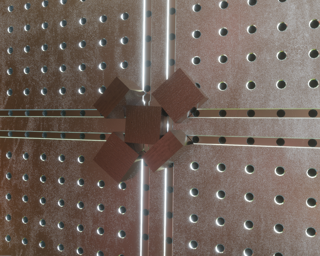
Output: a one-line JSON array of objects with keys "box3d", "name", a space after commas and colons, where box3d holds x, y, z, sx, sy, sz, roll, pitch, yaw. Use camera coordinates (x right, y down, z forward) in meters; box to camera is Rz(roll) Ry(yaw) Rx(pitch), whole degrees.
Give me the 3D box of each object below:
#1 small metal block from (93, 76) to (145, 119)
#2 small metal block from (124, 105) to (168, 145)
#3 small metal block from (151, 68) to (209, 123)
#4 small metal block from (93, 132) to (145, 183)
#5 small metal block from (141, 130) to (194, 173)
[{"box3d": [-0.054, -0.039, 0.418, 0.025, 0.050, 0.050, 45, 105, 14], "name": "small metal block"}, {"box3d": [-0.018, -0.004, 0.419, 0.050, 0.025, 0.050, 4, 90, 21], "name": "small metal block"}, {"box3d": [0.026, -0.041, 0.403, 0.050, 0.025, 0.050, -42, 77, 15], "name": "small metal block"}, {"box3d": [-0.056, 0.040, 0.433, 0.050, 0.025, 0.050, 40, 102, 15], "name": "small metal block"}, {"box3d": [0.011, 0.028, 0.396, 0.050, 0.050, 0.025, -44, 76, 15], "name": "small metal block"}]
